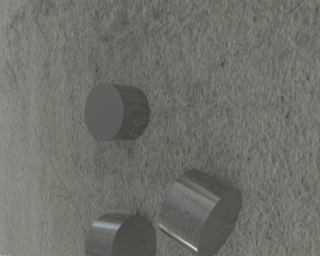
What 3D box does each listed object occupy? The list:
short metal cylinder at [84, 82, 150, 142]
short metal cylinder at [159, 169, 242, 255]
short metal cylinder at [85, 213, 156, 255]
[{"bbox_3d":[-0.061,-0.022,0.437,0.080,0.050,0.079,0,90,39],"label":"short metal cylinder"},{"bbox_3d":[0.045,0.090,0.331,0.050,0.081,0.079,24,105,37],"label":"short metal cylinder"},{"bbox_3d":[-0.050,0.155,0.408,0.050,0.081,0.080,-8,85,39],"label":"short metal cylinder"}]
